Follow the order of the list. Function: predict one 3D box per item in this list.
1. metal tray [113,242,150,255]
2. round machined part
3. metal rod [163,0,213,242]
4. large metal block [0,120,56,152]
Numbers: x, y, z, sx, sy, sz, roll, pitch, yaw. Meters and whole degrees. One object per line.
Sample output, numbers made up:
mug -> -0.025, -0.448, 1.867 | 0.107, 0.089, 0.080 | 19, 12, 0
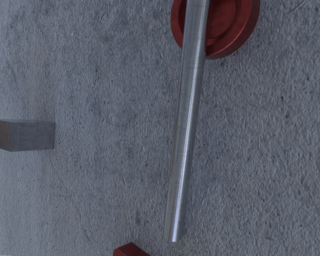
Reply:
metal tray -> -0.016, 0.227, 0.412 | 0.130, 0.030, 0.089 | 21, 103, 37
round machined part -> 0.063, -0.124, 0.341 | 0.098, 0.042, 0.097 | 0, 90, 39
metal rod -> 0.028, -0.005, 0.343 | 0.025, 0.025, 0.298 | 20, 114, 38
large metal block -> -0.254, 0.012, 0.574 | 0.080, 0.081, 0.050 | 7, 95, 39
